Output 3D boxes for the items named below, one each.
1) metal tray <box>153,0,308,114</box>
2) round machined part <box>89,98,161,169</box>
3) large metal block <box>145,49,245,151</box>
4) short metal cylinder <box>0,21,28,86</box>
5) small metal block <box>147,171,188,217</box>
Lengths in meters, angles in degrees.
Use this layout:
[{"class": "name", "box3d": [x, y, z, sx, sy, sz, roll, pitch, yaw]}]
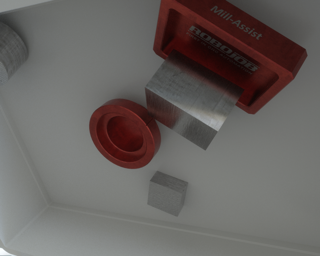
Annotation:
[{"class": "metal tray", "box3d": [0.058, -0.074, 0.300, 0.130, 0.030, 0.090, 34, 161, 5]}, {"class": "round machined part", "box3d": [-0.043, 0.004, 0.421, 0.098, 0.042, 0.097, 13, 124, 20]}, {"class": "large metal block", "box3d": [0.033, -0.026, 0.332, 0.080, 0.050, 0.080, 32, 166, 9]}, {"class": "short metal cylinder", "box3d": [-0.237, -0.106, 0.434, 0.080, 0.050, 0.080, 12, 142, 10]}, {"class": "small metal block", "box3d": [0.011, 0.098, 0.462, 0.050, 0.025, 0.050, 18, 126, 17]}]
